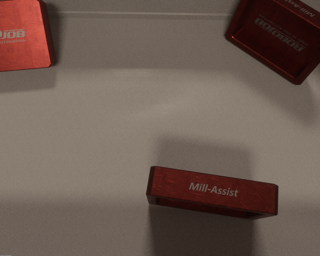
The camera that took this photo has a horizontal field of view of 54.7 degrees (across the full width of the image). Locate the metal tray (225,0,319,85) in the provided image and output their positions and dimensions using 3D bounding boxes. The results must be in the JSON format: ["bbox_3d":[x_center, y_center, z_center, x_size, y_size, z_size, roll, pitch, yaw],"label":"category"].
[{"bbox_3d":[0.162,-0.128,0.421,0.130,0.090,0.030,38,60,12],"label":"metal tray"}]

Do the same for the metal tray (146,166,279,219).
[{"bbox_3d":[0.053,0.076,0.348,0.131,0.090,0.030,8,71,2],"label":"metal tray"}]

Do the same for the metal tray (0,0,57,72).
[{"bbox_3d":[-0.218,-0.124,0.423,0.131,0.030,0.089,-6,108,-3],"label":"metal tray"}]
